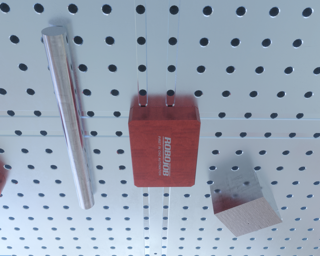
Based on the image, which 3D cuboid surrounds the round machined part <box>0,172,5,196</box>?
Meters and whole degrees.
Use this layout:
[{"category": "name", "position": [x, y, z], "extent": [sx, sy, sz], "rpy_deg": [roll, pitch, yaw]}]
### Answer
[{"category": "round machined part", "position": [-0.297, 0.090, 0.474], "extent": [0.099, 0.042, 0.097], "rpy_deg": [0, 130, 0]}]

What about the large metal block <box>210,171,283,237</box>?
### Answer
[{"category": "large metal block", "position": [0.139, 0.125, 0.503], "extent": [0.080, 0.050, 0.080], "rpy_deg": [-27, 125, 21]}]

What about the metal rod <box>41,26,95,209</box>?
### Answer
[{"category": "metal rod", "position": [-0.116, 0.012, 0.420], "extent": [0.025, 0.025, 0.298], "rpy_deg": [1, 130, -2]}]

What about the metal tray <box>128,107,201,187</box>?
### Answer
[{"category": "metal tray", "position": [0.006, 0.031, 0.434], "extent": [0.091, 0.030, 0.129], "rpy_deg": [-1, 130, 0]}]
